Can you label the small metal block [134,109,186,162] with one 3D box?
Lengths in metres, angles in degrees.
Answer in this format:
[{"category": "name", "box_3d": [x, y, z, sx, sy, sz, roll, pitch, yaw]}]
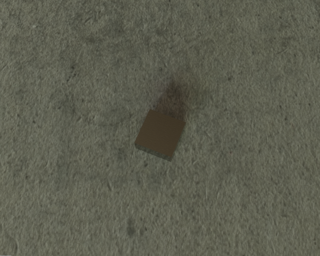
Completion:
[{"category": "small metal block", "box_3d": [0.001, 0.010, 0.405, 0.050, 0.025, 0.050, 21, 71, 7]}]
